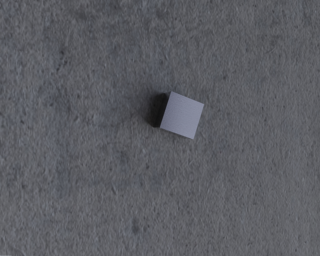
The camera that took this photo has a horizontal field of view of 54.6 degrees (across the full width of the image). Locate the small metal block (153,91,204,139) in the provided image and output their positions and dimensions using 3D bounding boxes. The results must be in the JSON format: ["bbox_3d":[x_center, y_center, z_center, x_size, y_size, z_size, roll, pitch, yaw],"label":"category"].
[{"bbox_3d":[0.025,-0.016,0.418,0.050,0.025,0.050,20,84,-19],"label":"small metal block"}]
